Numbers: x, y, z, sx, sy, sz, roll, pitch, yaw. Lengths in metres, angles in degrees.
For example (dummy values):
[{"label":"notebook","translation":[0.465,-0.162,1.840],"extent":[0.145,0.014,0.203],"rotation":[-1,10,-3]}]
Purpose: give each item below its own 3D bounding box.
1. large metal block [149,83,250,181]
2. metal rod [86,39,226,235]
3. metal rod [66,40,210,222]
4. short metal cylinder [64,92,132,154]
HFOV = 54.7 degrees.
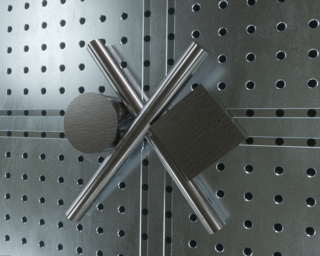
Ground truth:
[{"label":"large metal block","translation":[0.049,0.005,0.377],"extent":[0.080,0.050,0.080],"rotation":[-40,78,15]},{"label":"metal rod","translation":[-0.011,0.003,0.412],"extent":[0.025,0.025,0.299],"rotation":[-37,78,16]},{"label":"metal rod","translation":[-0.040,0.018,0.400],"extent":[0.025,0.025,0.299],"rotation":[44,112,14]},{"label":"short metal cylinder","translation":[-0.082,-0.007,0.424],"extent":[0.080,0.050,0.079],"rotation":[0,90,20]}]
